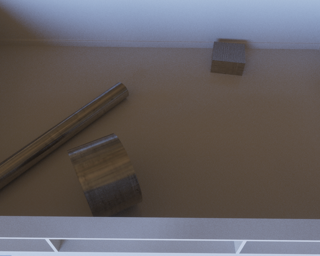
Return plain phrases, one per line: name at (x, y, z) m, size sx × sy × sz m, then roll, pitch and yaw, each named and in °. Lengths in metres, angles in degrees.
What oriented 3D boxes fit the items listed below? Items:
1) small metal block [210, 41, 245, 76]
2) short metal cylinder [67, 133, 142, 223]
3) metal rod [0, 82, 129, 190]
small metal block at (0.110, -0.113, 0.501) m, size 0.050 × 0.025 × 0.050 m, roll 7°, pitch 50°, yaw 5°
short metal cylinder at (-0.059, 0.051, 0.325) m, size 0.050 × 0.080 × 0.080 m, roll -22°, pitch 54°, yaw -17°
metal rod at (-0.154, 0.030, 0.377) m, size 0.025 × 0.025 × 0.302 m, roll 34°, pitch 58°, yaw 25°
